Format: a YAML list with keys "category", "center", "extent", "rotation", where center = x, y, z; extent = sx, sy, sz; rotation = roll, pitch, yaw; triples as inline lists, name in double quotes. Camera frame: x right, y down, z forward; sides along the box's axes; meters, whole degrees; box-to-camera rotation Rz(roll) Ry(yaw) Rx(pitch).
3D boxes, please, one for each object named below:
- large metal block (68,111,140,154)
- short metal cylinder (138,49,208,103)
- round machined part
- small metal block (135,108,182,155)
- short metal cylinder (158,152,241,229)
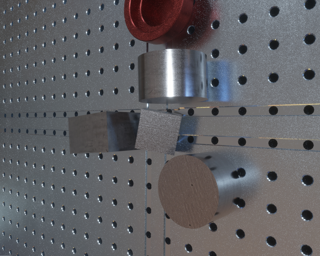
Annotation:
- category: "large metal block"
  center: [-0.068, 0.007, 0.430]
  extent: [0.080, 0.081, 0.050]
  rotation: [-6, 86, 40]
- category: "short metal cylinder"
  center: [0.015, -0.057, 0.361]
  extent: [0.080, 0.081, 0.050]
  rotation: [-2, 89, 40]
- category: "round machined part"
  center: [0.003, -0.156, 0.396]
  extent: [0.098, 0.042, 0.097]
  rotation: [0, 90, 40]
- category: "small metal block"
  center: [-0.002, 0.004, 0.394]
  extent: [0.050, 0.025, 0.050]
  rotation: [10, 98, 2]
- category: "short metal cylinder"
  center: [0.045, 0.069, 0.356]
  extent: [0.080, 0.050, 0.079]
  rotation: [0, 90, 40]
